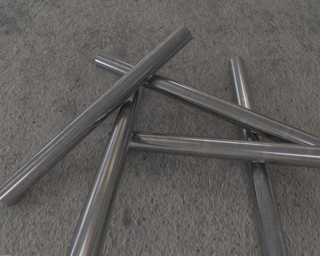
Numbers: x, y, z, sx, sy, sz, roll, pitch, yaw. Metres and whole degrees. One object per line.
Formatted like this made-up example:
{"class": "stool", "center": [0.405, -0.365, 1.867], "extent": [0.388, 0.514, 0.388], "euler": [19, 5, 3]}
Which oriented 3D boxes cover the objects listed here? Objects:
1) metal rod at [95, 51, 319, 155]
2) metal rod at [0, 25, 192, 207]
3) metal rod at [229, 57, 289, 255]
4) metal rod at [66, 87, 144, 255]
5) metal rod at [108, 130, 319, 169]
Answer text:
{"class": "metal rod", "center": [0.046, -0.038, 0.399], "extent": [0.301, 0.025, 0.025], "euler": [24, 54, 17]}
{"class": "metal rod", "center": [-0.069, -0.025, 0.377], "extent": [0.025, 0.025, 0.301], "euler": [38, 73, 27]}
{"class": "metal rod", "center": [0.116, 0.012, 0.393], "extent": [0.025, 0.025, 0.300], "euler": [2, 50, 1]}
{"class": "metal rod", "center": [-0.045, 0.018, 0.337], "extent": [0.025, 0.025, 0.300], "euler": [4, 35, 3]}
{"class": "metal rod", "center": [0.085, 0.025, 0.354], "extent": [0.301, 0.025, 0.025], "euler": [4, 50, 14]}
